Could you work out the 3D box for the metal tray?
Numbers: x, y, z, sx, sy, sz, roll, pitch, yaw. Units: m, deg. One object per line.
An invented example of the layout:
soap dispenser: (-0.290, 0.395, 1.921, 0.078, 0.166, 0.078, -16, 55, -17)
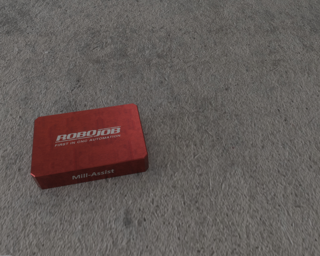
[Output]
metal tray: (-0.086, 0.019, 0.384, 0.131, 0.030, 0.090, -9, 51, -8)
